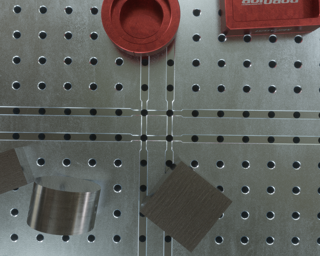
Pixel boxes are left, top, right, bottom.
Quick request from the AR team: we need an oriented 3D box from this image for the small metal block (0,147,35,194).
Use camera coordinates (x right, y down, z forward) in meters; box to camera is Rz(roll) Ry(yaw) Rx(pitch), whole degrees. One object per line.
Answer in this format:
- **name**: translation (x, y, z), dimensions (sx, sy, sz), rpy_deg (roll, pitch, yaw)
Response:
- **small metal block**: translation (-0.203, 0.058, 0.412), dimensions (0.050, 0.025, 0.050), rpy_deg (-20, 90, 0)

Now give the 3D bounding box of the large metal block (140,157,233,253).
- **large metal block**: translation (0.032, 0.095, 0.401), dimensions (0.080, 0.050, 0.080), rpy_deg (39, 90, 0)

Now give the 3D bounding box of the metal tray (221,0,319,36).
- **metal tray**: translation (0.148, -0.174, 0.411), dimensions (0.131, 0.030, 0.089), rpy_deg (-3, 90, 0)

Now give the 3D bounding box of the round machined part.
- **round machined part**: translation (-0.024, -0.142, 0.404), dimensions (0.099, 0.042, 0.097), rpy_deg (0, 90, 0)

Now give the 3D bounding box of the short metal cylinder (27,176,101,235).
- **short metal cylinder**: translation (-0.118, 0.093, 0.385), dimensions (0.080, 0.080, 0.050), rpy_deg (10, 90, 0)
